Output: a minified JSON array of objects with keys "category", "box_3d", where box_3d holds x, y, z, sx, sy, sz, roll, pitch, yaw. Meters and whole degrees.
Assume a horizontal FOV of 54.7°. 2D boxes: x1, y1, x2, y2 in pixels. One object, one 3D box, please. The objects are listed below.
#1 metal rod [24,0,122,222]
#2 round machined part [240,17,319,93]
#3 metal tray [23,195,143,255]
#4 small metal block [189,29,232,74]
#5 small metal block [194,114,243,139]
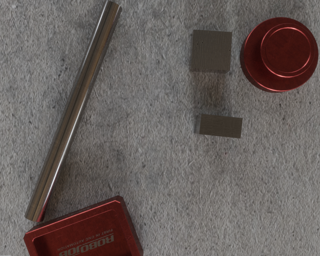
[{"category":"metal rod","box_3d":[-0.114,-0.022,0.408,0.025,0.025,0.299,20,90,-1]},{"category":"round machined part","box_3d":[0.159,-0.097,0.404,0.099,0.042,0.097,0,90,-1]},{"category":"metal tray","box_3d":[-0.097,0.154,0.406,0.131,0.030,0.090,-20,90,-1]},{"category":"small metal block","box_3d":[0.066,-0.101,0.411,0.050,0.025,0.050,4,90,-1]},{"category":"small metal block","box_3d":[0.074,-0.002,0.399,0.050,0.050,0.025,6,90,-1]}]
